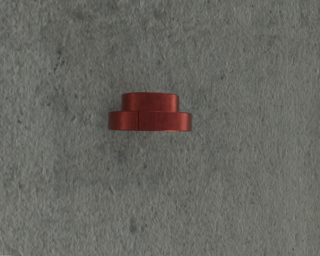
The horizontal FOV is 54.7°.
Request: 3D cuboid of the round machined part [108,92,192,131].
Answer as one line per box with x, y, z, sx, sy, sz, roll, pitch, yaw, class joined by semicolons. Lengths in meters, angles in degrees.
-0.011;-0.018;0.367;0.099;0.098;0.042;1;90;-20;round machined part
